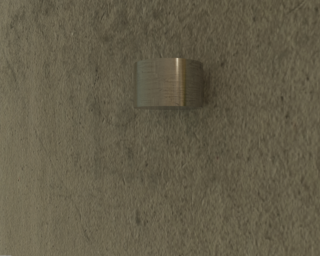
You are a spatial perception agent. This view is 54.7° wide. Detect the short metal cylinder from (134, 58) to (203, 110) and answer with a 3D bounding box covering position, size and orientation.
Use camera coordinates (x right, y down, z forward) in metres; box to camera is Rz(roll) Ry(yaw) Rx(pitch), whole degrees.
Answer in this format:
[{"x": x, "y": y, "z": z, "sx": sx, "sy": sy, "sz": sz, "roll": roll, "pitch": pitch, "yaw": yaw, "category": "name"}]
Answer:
[{"x": 0.010, "y": -0.048, "z": 0.359, "sx": 0.080, "sy": 0.081, "sz": 0.050, "roll": 0, "pitch": 90, "yaw": 39, "category": "short metal cylinder"}]
